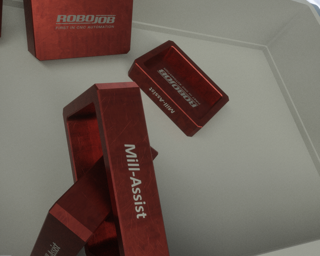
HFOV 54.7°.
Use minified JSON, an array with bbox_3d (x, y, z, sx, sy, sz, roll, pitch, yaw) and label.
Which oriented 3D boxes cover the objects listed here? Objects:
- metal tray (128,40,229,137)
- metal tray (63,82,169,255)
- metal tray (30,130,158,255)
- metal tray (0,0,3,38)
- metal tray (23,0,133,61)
[{"bbox_3d":[0.029,-0.061,0.454,0.130,0.030,0.091,46,51,4],"label":"metal tray"},{"bbox_3d":[-0.038,0.039,0.233,0.030,0.090,0.129,-8,87,-32],"label":"metal tray"},{"bbox_3d":[-0.058,0.068,0.259,0.030,0.129,0.090,39,46,3],"label":"metal tray"},{"bbox_3d":[-0.206,-0.148,0.305,0.030,0.129,0.091,36,35,19],"label":"metal tray"},{"bbox_3d":[-0.099,-0.138,0.393,0.131,0.089,0.030,-14,35,-34],"label":"metal tray"}]
